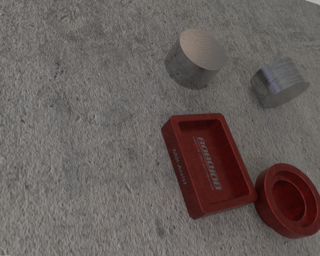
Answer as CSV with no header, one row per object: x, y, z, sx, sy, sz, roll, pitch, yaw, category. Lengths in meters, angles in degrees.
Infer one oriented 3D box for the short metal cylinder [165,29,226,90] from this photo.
0.055,-0.107,0.482,0.081,0.050,0.080,14,56,-21,short metal cylinder

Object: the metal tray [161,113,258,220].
0.063,0.044,0.407,0.091,0.030,0.130,-4,64,-30,metal tray

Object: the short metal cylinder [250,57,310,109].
0.201,-0.075,0.522,0.081,0.080,0.050,-9,66,-32,short metal cylinder

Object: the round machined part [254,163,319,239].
0.168,0.101,0.422,0.099,0.042,0.098,14,56,-21,round machined part
